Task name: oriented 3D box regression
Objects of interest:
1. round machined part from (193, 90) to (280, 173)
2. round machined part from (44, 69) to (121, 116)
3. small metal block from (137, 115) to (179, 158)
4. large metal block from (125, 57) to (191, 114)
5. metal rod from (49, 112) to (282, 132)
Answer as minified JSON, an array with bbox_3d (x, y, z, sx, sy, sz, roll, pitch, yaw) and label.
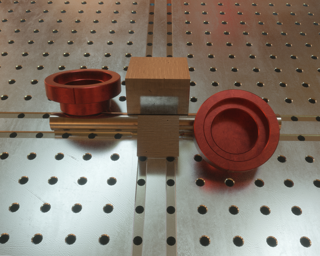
[{"bbox_3d":[0.089,0.006,0.376,0.099,0.042,0.098,0,75,0],"label":"round machined part"},{"bbox_3d":[-0.102,-0.048,0.420,0.099,0.042,0.098,0,24,0],"label":"round machined part"},{"bbox_3d":[-0.002,0.012,0.385,0.050,0.025,0.050,1,79,0],"label":"small metal block"},{"bbox_3d":[-0.002,-0.061,0.427,0.081,0.050,0.080,1,32,0],"label":"large metal block"},{"bbox_3d":[0.007,-0.008,0.415,0.302,0.025,0.025,0,50,0],"label":"metal rod"}]
